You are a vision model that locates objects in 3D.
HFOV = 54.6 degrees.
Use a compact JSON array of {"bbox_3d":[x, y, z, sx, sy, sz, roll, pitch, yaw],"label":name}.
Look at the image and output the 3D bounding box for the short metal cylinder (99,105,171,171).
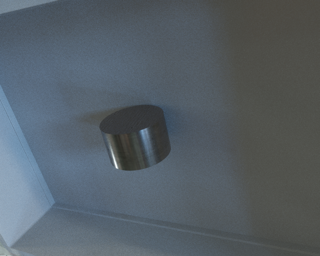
[{"bbox_3d":[-0.030,0.010,0.392,0.080,0.080,0.050,2,119,27],"label":"short metal cylinder"}]
